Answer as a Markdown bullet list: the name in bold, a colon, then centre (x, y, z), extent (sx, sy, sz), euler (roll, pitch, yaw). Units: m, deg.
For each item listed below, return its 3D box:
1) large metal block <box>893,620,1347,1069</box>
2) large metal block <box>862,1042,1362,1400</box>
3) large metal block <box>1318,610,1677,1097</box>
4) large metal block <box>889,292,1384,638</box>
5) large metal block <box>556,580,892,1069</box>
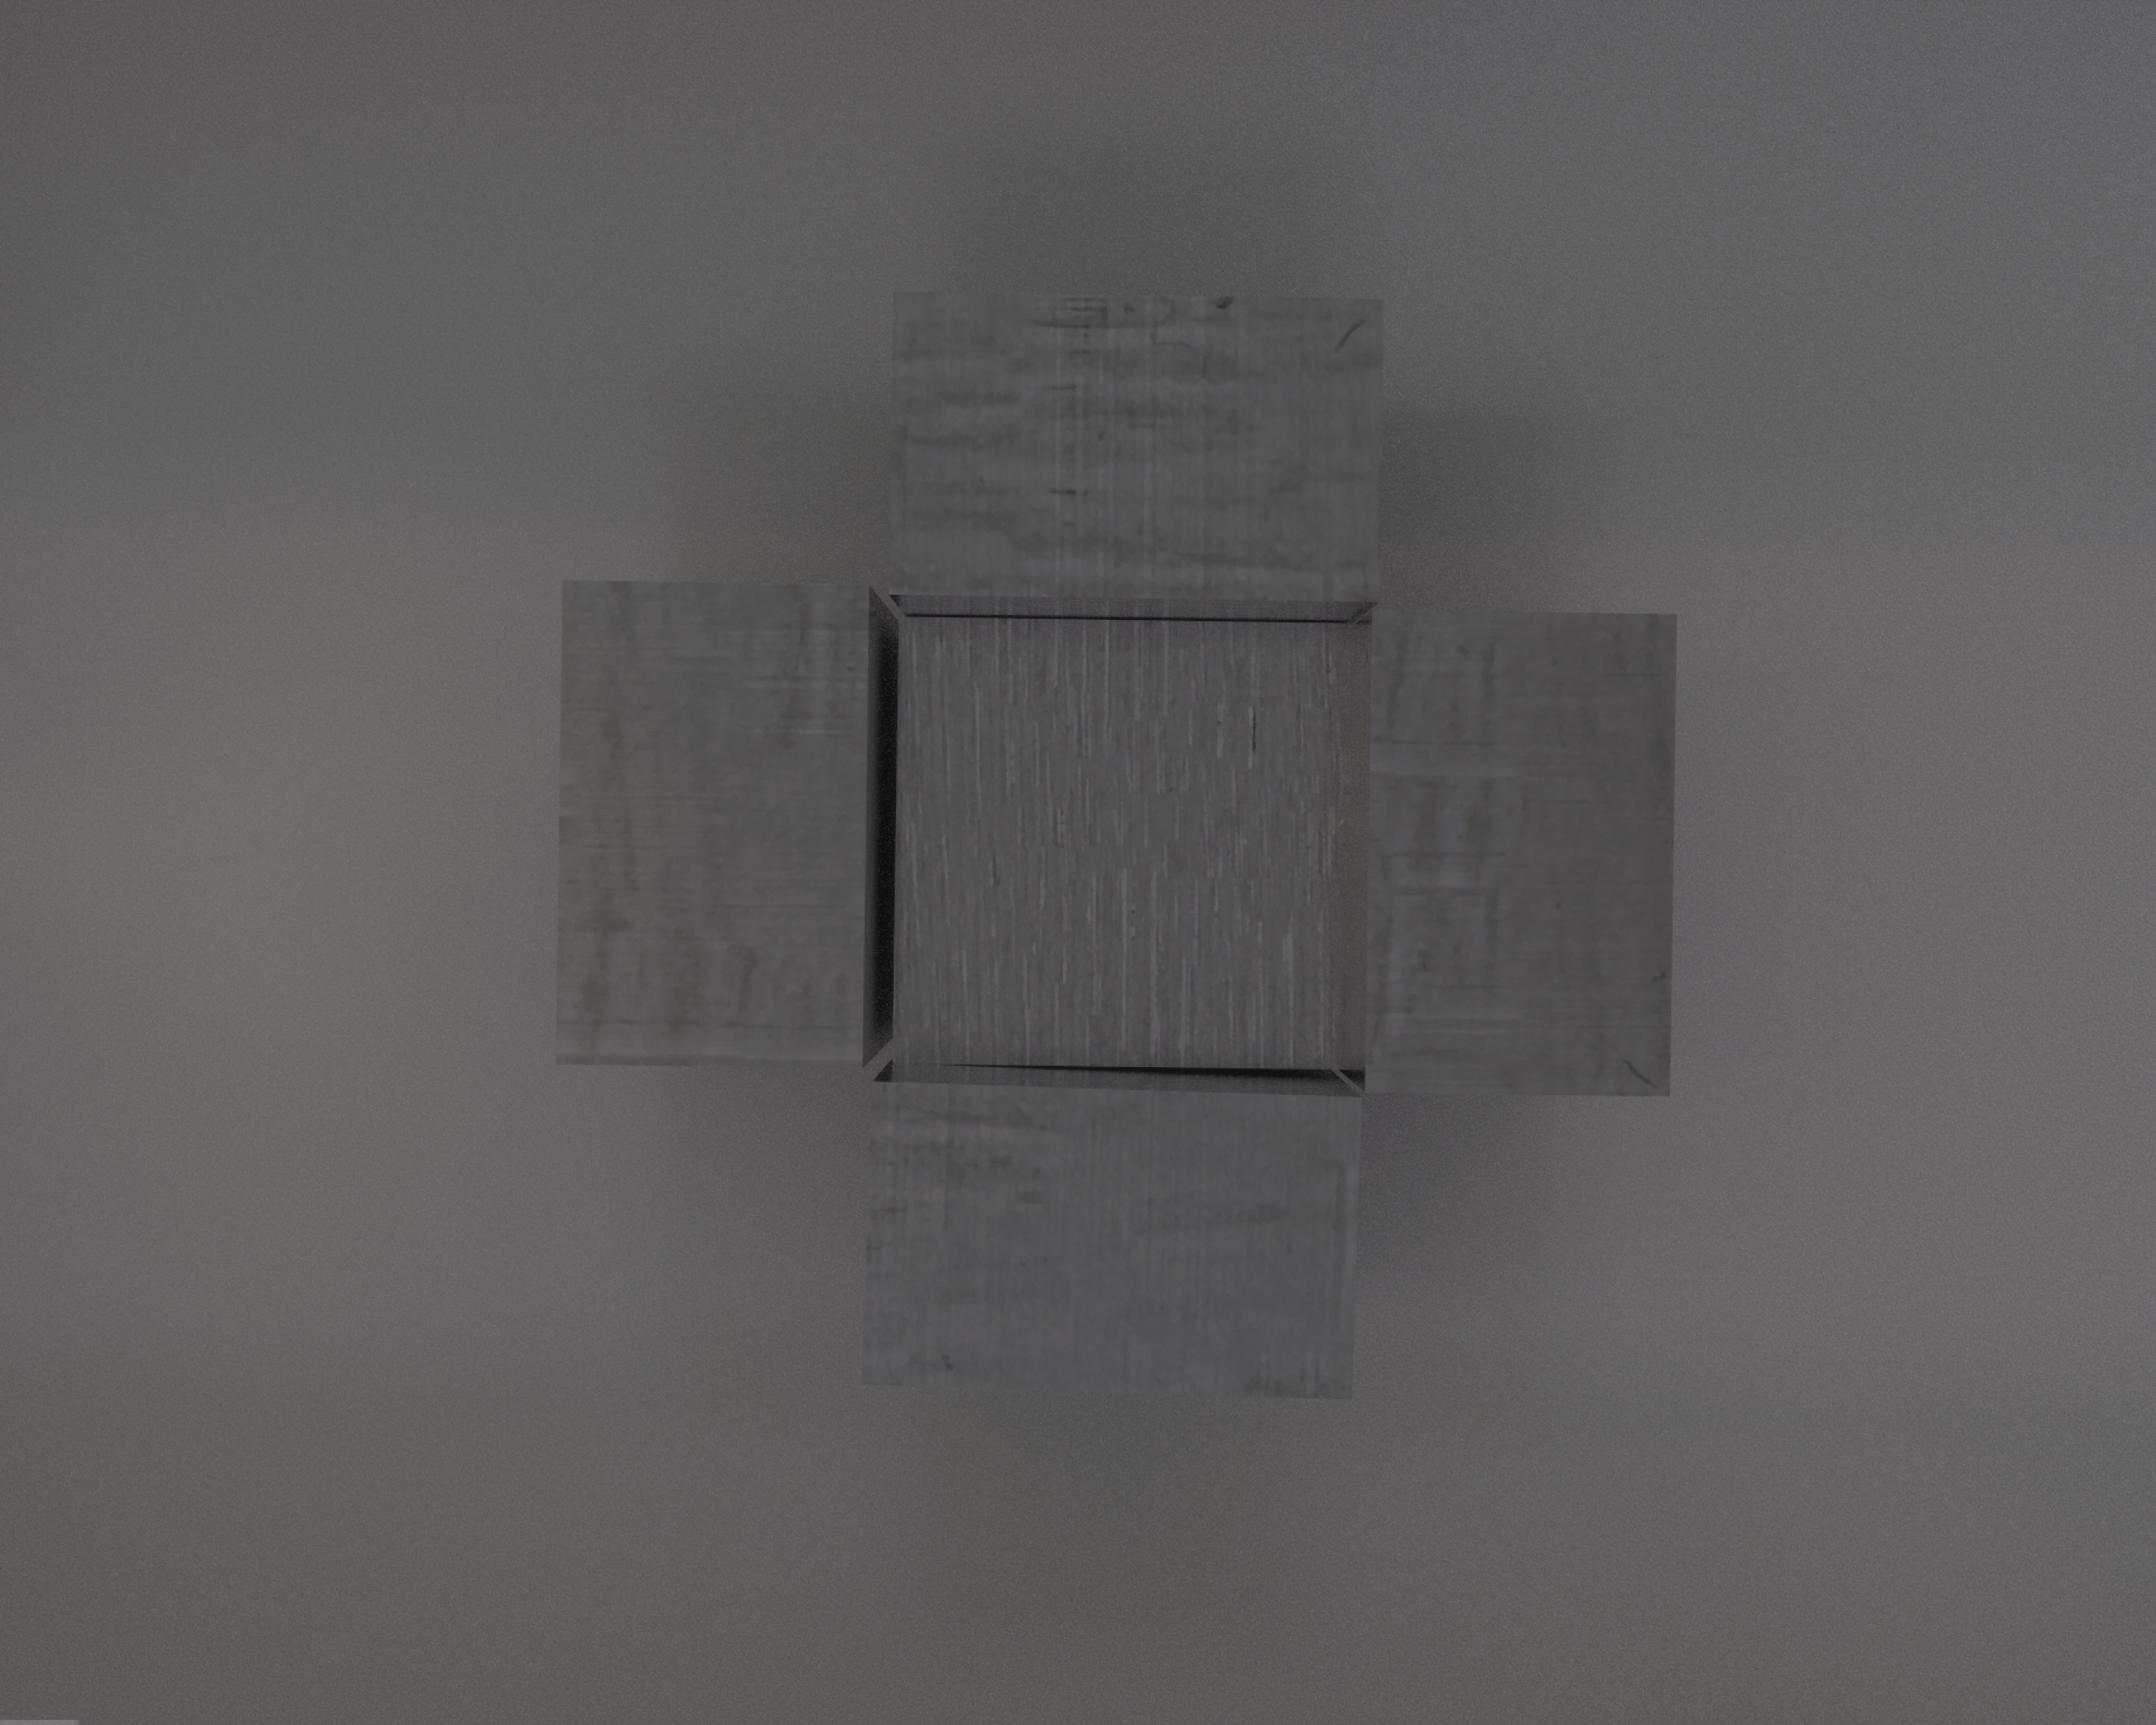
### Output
- **large metal block**: centre (0.008, -0.004, 0.396), extent (0.081, 0.050, 0.080), euler (1, 90, 0)
- **large metal block**: centre (0.006, 0.062, 0.382), extent (0.081, 0.080, 0.050), euler (2, 90, 0)
- **large metal block**: centre (0.073, -0.002, 0.383), extent (0.050, 0.080, 0.080), euler (1, 90, 0)
- **large metal block**: centre (0.010, -0.068, 0.382), extent (0.081, 0.080, 0.050), euler (1, 90, 0)
- **large metal block**: centre (-0.060, -0.007, 0.382), extent (0.050, 0.080, 0.080), euler (1, 90, 0)
